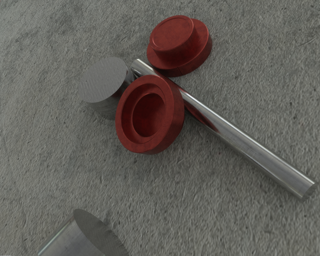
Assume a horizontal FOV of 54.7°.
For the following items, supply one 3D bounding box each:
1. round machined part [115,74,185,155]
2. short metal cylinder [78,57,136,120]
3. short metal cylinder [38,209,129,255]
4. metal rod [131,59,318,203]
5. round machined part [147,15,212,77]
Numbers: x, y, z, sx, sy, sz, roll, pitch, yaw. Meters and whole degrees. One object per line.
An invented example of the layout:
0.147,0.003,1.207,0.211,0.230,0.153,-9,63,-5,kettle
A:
-0.008,-0.015,0.391,0.098,0.042,0.098,-11,72,39,round machined part
-0.072,-0.058,0.460,0.080,0.050,0.080,-13,56,20,short metal cylinder
-0.079,0.132,0.327,0.050,0.080,0.080,-47,52,-5,short metal cylinder
0.053,-0.017,0.385,0.025,0.025,0.300,-46,51,-4,metal rod
0.024,-0.127,0.457,0.098,0.042,0.098,-13,56,20,round machined part
